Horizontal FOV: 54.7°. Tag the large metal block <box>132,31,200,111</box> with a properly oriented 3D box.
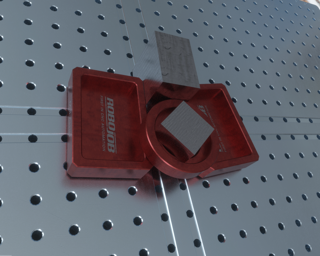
[{"bbox_3d":[0.004,-0.066,0.411,0.050,0.080,0.080,6,59,-25],"label":"large metal block"}]

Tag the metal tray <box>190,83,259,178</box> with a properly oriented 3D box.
[{"bbox_3d":[0.075,-0.001,0.441,0.091,0.030,0.130,-7,65,-31],"label":"metal tray"}]

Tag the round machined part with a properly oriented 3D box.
[{"bbox_3d":[0.020,0.017,0.381,0.099,0.042,0.098,14,56,-21],"label":"round machined part"}]

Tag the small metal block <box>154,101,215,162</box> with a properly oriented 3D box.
[{"bbox_3d":[0.028,0.004,0.362,0.050,0.025,0.050,43,51,1],"label":"small metal block"}]

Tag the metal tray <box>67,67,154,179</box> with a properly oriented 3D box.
[{"bbox_3d":[-0.061,-0.007,0.371,0.091,0.030,0.130,6,59,-25],"label":"metal tray"}]
